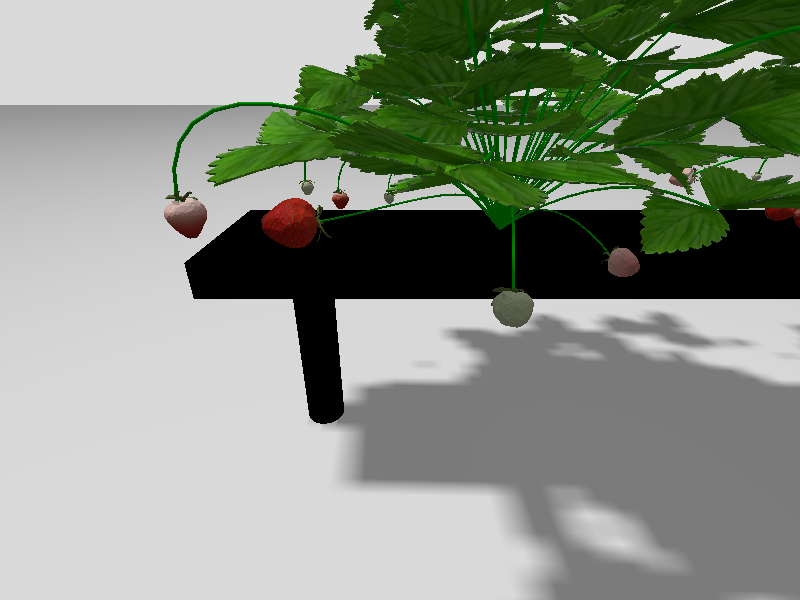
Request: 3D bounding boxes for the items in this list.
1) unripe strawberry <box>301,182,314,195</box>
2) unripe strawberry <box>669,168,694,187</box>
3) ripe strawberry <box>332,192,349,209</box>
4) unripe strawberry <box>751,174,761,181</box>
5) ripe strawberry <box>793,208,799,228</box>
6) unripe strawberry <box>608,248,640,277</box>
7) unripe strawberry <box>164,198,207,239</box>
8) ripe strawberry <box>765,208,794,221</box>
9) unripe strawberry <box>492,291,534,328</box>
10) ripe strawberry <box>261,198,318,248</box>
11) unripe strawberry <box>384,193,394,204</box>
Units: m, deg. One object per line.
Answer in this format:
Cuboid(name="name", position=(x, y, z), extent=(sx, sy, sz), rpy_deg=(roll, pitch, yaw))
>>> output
Cuboid(name="unripe strawberry", position=(-0.107, -0.129, 0.460), extent=(0.013, 0.015, 0.015), rpy_deg=(15, 31, 27))
Cuboid(name="unripe strawberry", position=(0.357, -0.155, 0.508), extent=(0.028, 0.025, 0.026), rpy_deg=(-26, 17, -40))
Cuboid(name="ripe strawberry", position=(-0.061, -0.102, 0.412), extent=(0.016, 0.016, 0.018), rpy_deg=(11, 30, 20))
Cuboid(name="unripe strawberry", position=(0.459, -0.158, 0.516), extent=(0.011, 0.010, 0.010), rpy_deg=(-12, 30, -21))
Cuboid(name="ripe strawberry", position=(0.359, -0.076, 0.346), extent=(0.034, 0.035, 0.031), rpy_deg=(-2, 28, -2))
Cuboid(name="unripe strawberry", position=(0.147, -0.024, 0.263), extent=(0.017, 0.020, 0.019), rpy_deg=(-14, 36, -25))
Cuboid(name="unripe strawberry", position=(-0.170, -0.065, 0.320), extent=(0.030, 0.031, 0.029), rpy_deg=(-4, 28, -7))
Cuboid(name="ripe strawberry", position=(0.360, -0.087, 0.380), extent=(0.024, 0.023, 0.022), rpy_deg=(36, 27, -10))
Cuboid(name="unripe strawberry", position=(0.059, 0.005, 0.209), extent=(0.021, 0.019, 0.019), rpy_deg=(5, -35, 9))
Cuboid(name="ripe strawberry", position=(-0.086, -0.060, 0.312), extent=(0.042, 0.036, 0.042), rpy_deg=(-7, 29, -12))
Cuboid(name="unripe strawberry", position=(-0.012, -0.110, 0.435), extent=(0.011, 0.011, 0.011), rpy_deg=(22, 35, 35))
